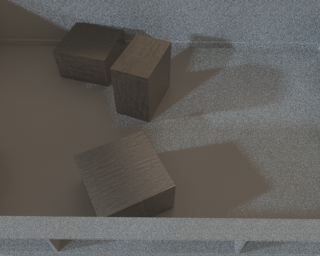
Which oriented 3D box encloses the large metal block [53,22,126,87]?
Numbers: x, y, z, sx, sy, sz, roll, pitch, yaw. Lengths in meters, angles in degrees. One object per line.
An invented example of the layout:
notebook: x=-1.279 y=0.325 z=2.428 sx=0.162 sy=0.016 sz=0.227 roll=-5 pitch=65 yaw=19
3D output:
large metal block: x=-0.106 y=-0.117 z=0.485 sx=0.080 sy=0.050 sz=0.080 roll=12 pitch=51 yaw=10

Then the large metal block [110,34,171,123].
large metal block: x=-0.023 y=-0.068 z=0.427 sx=0.050 sy=0.080 sz=0.080 roll=17 pitch=52 yaw=13

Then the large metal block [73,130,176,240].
large metal block: x=-0.038 y=0.060 z=0.338 sx=0.081 sy=0.050 sz=0.080 roll=-21 pitch=53 yaw=-17
